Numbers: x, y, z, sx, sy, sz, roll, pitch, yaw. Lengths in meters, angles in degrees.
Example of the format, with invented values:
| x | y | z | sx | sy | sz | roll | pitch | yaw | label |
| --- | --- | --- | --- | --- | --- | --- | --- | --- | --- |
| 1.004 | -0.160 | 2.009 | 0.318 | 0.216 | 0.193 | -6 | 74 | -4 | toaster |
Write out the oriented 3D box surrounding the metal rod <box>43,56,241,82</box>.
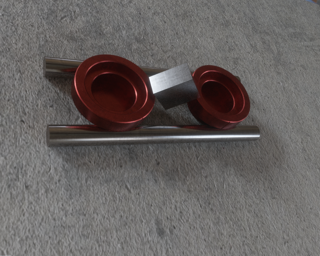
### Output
| x | y | z | sx | sy | sz | roll | pitch | yaw | label |
| --- | --- | --- | --- | --- | --- | --- | --- | --- | --- |
| -0.007 | -0.075 | 0.446 | 0.303 | 0.025 | 0.025 | 0 | 62 | -28 | metal rod |

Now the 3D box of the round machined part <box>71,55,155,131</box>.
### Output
| x | y | z | sx | sy | sz | roll | pitch | yaw | label |
| --- | --- | --- | --- | --- | --- | --- | --- | --- | --- |
| -0.059 | -0.039 | 0.380 | 0.099 | 0.042 | 0.098 | 14 | 56 | -21 | round machined part |

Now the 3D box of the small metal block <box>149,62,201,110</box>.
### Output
| x | y | z | sx | sy | sz | roll | pitch | yaw | label |
| --- | --- | --- | --- | --- | --- | --- | --- | --- | --- |
| 0.020 | -0.052 | 0.398 | 0.050 | 0.050 | 0.025 | -20 | 64 | 11 | small metal block |

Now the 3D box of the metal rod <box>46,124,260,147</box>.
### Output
| x | y | z | sx | sy | sz | roll | pitch | yaw | label |
| --- | --- | --- | --- | --- | --- | --- | --- | --- | --- |
| 0.012 | 0.008 | 0.406 | 0.303 | 0.025 | 0.025 | 0 | 62 | -28 | metal rod |

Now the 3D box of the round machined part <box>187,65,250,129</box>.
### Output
| x | y | z | sx | sy | sz | roll | pitch | yaw | label |
| --- | --- | --- | --- | --- | --- | --- | --- | --- | --- |
| 0.079 | -0.041 | 0.455 | 0.099 | 0.042 | 0.098 | 14 | 56 | -21 | round machined part |
